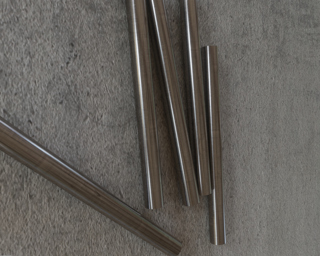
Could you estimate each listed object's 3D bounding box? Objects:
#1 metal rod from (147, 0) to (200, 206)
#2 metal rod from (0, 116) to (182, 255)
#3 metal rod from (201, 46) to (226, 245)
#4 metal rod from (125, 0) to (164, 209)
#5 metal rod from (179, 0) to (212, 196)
[{"bbox_3d":[0.017,-0.039,0.418,0.025,0.025,0.298,-18,102,-39],"label":"metal rod"},{"bbox_3d":[-0.073,0.074,0.343,0.300,0.025,0.025,44,64,-31],"label":"metal rod"},{"bbox_3d":[0.082,0.027,0.473,0.025,0.025,0.298,-5,94,-40],"label":"metal rod"},{"bbox_3d":[-0.020,-0.048,0.387,0.025,0.025,0.298,-9,96,-40],"label":"metal rod"},{"bbox_3d":[0.051,-0.052,0.446,0.025,0.025,0.298,-9,96,-40],"label":"metal rod"}]
